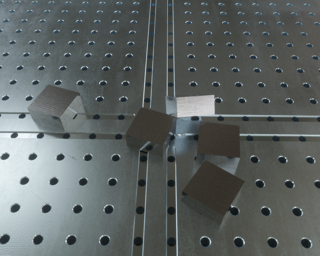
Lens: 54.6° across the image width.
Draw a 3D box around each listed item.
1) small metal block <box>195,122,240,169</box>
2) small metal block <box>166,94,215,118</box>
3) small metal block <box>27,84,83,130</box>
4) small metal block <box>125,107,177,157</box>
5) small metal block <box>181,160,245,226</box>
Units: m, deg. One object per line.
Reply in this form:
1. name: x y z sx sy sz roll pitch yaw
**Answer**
1. small metal block: 0.073 0.021 0.390 0.050 0.025 0.050 6 50 5
2. small metal block: 0.039 -0.031 0.413 0.050 0.025 0.050 -5 9 -14
3. small metal block: -0.145 -0.030 0.432 0.050 0.025 0.050 16 52 13
4. small metal block: -0.011 0.005 0.404 0.050 0.025 0.050 17 52 13
5. small metal block: 0.059 0.072 0.348 0.050 0.025 0.050 28 55 22
